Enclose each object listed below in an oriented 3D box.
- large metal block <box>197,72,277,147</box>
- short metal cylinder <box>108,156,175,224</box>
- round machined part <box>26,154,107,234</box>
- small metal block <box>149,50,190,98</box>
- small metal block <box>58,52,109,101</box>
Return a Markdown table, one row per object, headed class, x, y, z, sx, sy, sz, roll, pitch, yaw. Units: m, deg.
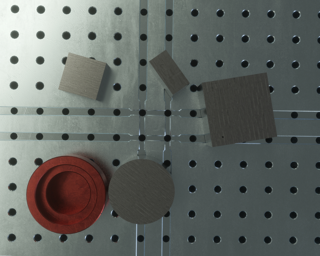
| class | x | y | z | sx | sy | sz | roll | pitch | yaw |
| --- | --- | --- | --- | --- | --- | --- | --- | --- | --- |
| large metal block | 0.097 | -0.022 | 0.402 | 0.081 | 0.050 | 0.080 | -9 | 90 | -1 |
| short metal cylinder | -0.022 | 0.077 | 0.401 | 0.081 | 0.050 | 0.079 | 0 | 90 | -1 |
| round machined part | -0.116 | 0.083 | 0.403 | 0.099 | 0.042 | 0.097 | 0 | 90 | -1 |
| small metal block | 0.011 | -0.068 | 0.401 | 0.025 | 0.050 | 0.050 | -36 | 90 | 0 |
| small metal block | -0.100 | -0.067 | 0.412 | 0.050 | 0.025 | 0.050 | 16 | 90 | -1 |
